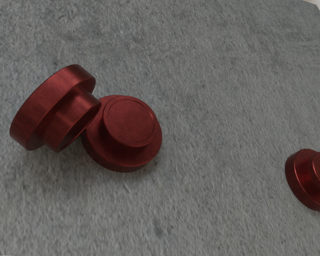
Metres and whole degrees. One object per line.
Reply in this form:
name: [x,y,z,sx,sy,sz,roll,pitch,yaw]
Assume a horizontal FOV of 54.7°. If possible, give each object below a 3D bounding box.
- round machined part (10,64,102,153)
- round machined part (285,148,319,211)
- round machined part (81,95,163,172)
round machined part: [-0.097,-0.013,0.314,0.042,0.097,0.098,41,51,-1]
round machined part: [0.249,0.076,0.484,0.099,0.042,0.098,14,56,-21]
round machined part: [-0.041,0.000,0.372,0.099,0.042,0.098,14,56,-21]
